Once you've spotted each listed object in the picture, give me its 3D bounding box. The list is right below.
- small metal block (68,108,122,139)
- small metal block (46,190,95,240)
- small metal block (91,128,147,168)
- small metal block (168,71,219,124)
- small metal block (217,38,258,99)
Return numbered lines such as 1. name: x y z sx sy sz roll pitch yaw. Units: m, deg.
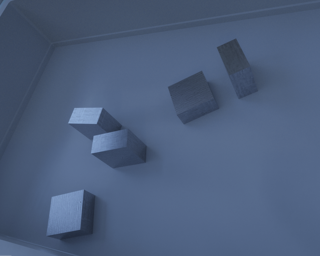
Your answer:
1. small metal block: -0.091 -0.005 0.439 0.050 0.050 0.025 1 63 28
2. small metal block: -0.113 0.111 0.395 0.050 0.025 0.050 -16 55 19
3. small metal block: -0.051 0.028 0.398 0.050 0.050 0.025 -12 57 21
4. small metal block: 0.043 -0.040 0.407 0.050 0.025 0.050 -24 53 13
5. small metal block: 0.096 -0.073 0.383 0.025 0.050 0.050 -23 54 14
